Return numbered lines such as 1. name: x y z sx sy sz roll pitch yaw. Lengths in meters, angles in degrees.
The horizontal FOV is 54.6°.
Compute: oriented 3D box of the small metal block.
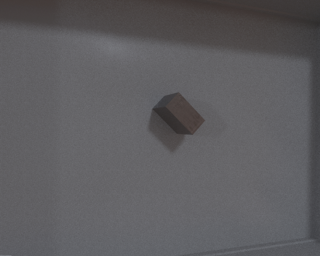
1. small metal block: 0.023 -0.018 0.406 0.050 0.050 0.025 45 76 -15
